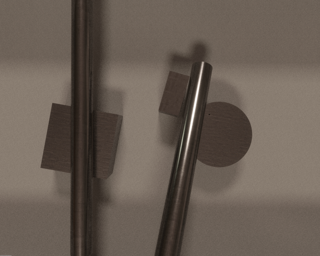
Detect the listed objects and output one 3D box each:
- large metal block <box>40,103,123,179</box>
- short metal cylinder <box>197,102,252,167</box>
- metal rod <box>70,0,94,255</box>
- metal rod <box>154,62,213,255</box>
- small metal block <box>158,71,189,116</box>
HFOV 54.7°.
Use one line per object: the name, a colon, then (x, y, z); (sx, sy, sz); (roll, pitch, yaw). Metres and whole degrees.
large metal block: (-0.097, 0.016, 0.398); (0.080, 0.050, 0.080); (10, 90, -1)
short metal cylinder: (0.072, 0.008, 0.400); (0.081, 0.050, 0.079); (0, 90, -1)
metal rod: (-0.091, -0.004, 0.360); (0.025, 0.025, 0.298); (0, 90, -1)
metal rod: (0.021, 0.064, 0.332); (0.025, 0.025, 0.299); (13, 72, 0)
small metal block: (0.017, -0.042, 0.399); (0.025, 0.050, 0.050); (16, 90, 0)
